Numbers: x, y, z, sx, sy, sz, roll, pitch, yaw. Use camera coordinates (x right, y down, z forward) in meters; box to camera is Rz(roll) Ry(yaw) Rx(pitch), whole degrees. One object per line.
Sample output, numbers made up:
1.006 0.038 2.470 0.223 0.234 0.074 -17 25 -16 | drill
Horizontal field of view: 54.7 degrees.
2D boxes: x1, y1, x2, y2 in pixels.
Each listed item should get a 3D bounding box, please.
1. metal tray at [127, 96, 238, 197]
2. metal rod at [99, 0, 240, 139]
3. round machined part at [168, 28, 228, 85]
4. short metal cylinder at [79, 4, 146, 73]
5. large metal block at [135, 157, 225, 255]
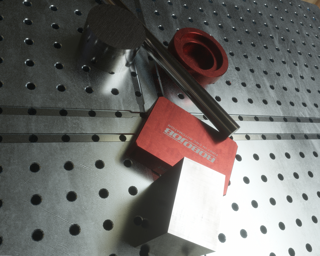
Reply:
0.034 0.027 0.406 0.130 0.030 0.090 32 52 -8 | metal tray
0.004 -0.104 0.453 0.025 0.025 0.300 -29 72 -37 | metal rod
0.056 -0.109 0.494 0.099 0.042 0.098 14 56 -21 | round machined part
-0.067 -0.124 0.432 0.081 0.050 0.080 14 56 -21 | short metal cylinder
0.021 0.089 0.330 0.050 0.080 0.080 26 53 -13 | large metal block
